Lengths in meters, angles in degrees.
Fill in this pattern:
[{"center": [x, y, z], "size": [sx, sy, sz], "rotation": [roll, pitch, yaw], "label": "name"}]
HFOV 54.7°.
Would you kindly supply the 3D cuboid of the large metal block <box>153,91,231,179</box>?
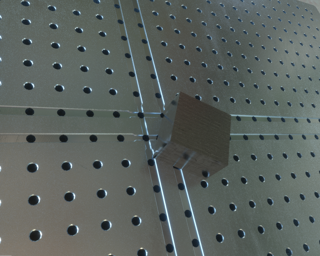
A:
[{"center": [0.044, 0.010, 0.412], "size": [0.080, 0.050, 0.080], "rotation": [23, 53, -15], "label": "large metal block"}]
